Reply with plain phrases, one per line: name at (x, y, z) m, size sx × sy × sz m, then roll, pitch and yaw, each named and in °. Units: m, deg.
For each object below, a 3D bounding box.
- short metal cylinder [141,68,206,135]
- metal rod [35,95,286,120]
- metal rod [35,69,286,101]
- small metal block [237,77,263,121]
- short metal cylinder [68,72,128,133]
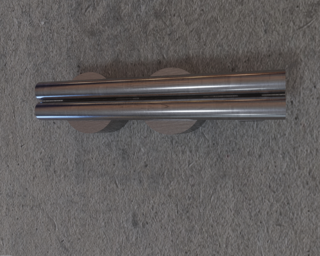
short metal cylinder at (0.020, -0.032, 0.390) m, size 0.080 × 0.050 × 0.080 m, roll 0°, pitch 90°, yaw 20°
metal rod at (-0.016, -0.022, 0.362) m, size 0.301 × 0.025 × 0.025 m, roll 0°, pitch 90°, yaw 19°
metal rod at (-0.016, -0.048, 0.362) m, size 0.301 × 0.025 × 0.025 m, roll 0°, pitch 90°, yaw 19°
small metal block at (0.106, -0.033, 0.361) m, size 0.025 × 0.050 × 0.050 m, roll -2°, pitch 89°, yaw 20°
short metal cylinder at (-0.084, -0.033, 0.426) m, size 0.080 × 0.050 × 0.080 m, roll 0°, pitch 90°, yaw 20°
